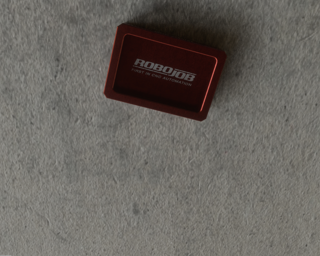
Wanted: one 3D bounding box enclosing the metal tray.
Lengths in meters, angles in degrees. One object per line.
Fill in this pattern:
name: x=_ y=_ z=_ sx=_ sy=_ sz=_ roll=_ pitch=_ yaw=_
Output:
metal tray: x=0.005 y=-0.068 z=0.381 sx=0.131 sy=0.030 sz=0.089 roll=14 pitch=110 yaw=-5
